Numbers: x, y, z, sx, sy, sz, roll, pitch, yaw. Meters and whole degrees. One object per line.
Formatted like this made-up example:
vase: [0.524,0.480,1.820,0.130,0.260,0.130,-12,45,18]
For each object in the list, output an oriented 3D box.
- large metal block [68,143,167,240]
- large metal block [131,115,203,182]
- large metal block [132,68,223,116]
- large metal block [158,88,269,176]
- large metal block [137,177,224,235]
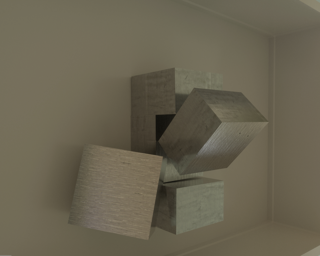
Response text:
large metal block: [-0.041,0.064,0.326,0.050,0.080,0.080,56,44,-79]
large metal block: [0.010,0.024,0.401,0.081,0.050,0.079,-1,91,-40]
large metal block: [0.021,-0.041,0.387,0.081,0.080,0.050,-2,91,-40]
large metal block: [0.058,0.004,0.347,0.081,0.079,0.050,-1,46,-40]
large metal block: [0.022,0.090,0.389,0.081,0.080,0.050,0,90,-40]
